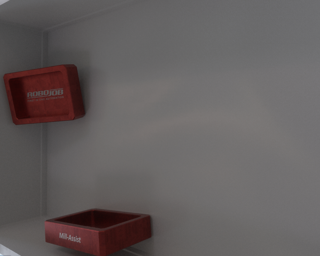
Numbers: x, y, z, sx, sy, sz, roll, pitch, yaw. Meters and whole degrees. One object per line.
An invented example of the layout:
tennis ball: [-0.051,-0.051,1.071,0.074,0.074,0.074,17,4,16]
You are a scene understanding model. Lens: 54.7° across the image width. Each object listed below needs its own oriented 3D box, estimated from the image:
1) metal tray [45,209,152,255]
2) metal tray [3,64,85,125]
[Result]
metal tray: [-0.088,0.142,0.437,0.130,0.091,0.030,-7,86,40]
metal tray: [-0.198,-0.055,0.528,0.130,0.030,0.089,-4,100,20]
